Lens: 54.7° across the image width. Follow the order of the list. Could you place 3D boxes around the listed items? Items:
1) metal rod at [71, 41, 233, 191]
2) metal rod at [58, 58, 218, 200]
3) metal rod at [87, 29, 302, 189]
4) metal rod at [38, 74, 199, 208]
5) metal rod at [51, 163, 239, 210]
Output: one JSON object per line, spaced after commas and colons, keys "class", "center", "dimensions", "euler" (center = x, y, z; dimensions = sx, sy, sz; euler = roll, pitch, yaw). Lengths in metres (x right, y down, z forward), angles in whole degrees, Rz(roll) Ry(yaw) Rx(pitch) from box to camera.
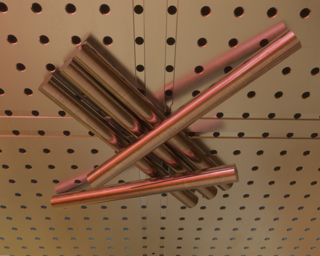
{"class": "metal rod", "center": [0.008, 0.001, 0.413], "dimensions": [0.025, 0.025, 0.300], "euler": [-33, 123, 24]}
{"class": "metal rod", "center": [-0.012, 0.017, 0.425], "dimensions": [0.025, 0.025, 0.300], "euler": [-32, 124, 24]}
{"class": "metal rod", "center": [0.028, -0.012, 0.375], "dimensions": [0.300, 0.025, 0.025], "euler": [-36, 122, 16]}
{"class": "metal rod", "center": [-0.041, 0.034, 0.440], "dimensions": [0.025, 0.025, 0.300], "euler": [-32, 124, 24]}
{"class": "metal rod", "center": [-0.036, 0.091, 0.461], "dimensions": [0.301, 0.025, 0.025], "euler": [-13, 130, 21]}
